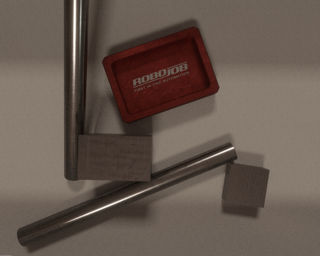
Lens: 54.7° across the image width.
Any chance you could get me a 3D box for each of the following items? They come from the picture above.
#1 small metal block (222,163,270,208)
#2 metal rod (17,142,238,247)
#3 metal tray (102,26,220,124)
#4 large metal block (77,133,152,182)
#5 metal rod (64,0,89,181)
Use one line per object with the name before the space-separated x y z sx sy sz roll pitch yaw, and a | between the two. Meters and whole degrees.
small metal block | 0.113 0.075 0.413 0.050 0.025 0.050 9 90 -1
metal rod | -0.042 0.087 0.410 0.301 0.025 0.025 -22 90 -1
metal tray | 0.001 -0.068 0.408 0.131 0.030 0.090 -19 90 -1
large metal block | -0.051 0.033 0.383 0.081 0.080 0.050 2 90 -1
metal rod | -0.094 -0.069 0.347 0.025 0.025 0.298 8 116 -1
